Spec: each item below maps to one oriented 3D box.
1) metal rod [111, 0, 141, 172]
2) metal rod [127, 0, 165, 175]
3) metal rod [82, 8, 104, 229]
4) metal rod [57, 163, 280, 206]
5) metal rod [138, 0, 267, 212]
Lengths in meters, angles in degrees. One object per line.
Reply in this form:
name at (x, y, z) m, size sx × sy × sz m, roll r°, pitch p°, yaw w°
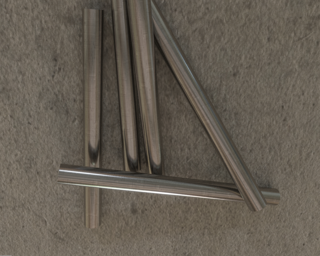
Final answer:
metal rod at (-0.042, -0.083, 0.378) m, size 0.025 × 0.025 × 0.298 m, roll -2°, pitch 110°, yaw 0°
metal rod at (-0.015, -0.047, 0.375) m, size 0.025 × 0.025 × 0.298 m, roll -4°, pitch 117°, yaw 1°
metal rod at (-0.088, 0.002, 0.409) m, size 0.025 × 0.025 × 0.298 m, roll 4°, pitch 110°, yaw -2°
metal rod at (0.022, 0.078, 0.413) m, size 0.302 × 0.025 × 0.025 m, roll 9°, pitch 110°, yaw -14°
metal rod at (0.055, -0.022, 0.385) m, size 0.025 × 0.025 × 0.299 m, roll -29°, pitch 102°, yaw 10°
